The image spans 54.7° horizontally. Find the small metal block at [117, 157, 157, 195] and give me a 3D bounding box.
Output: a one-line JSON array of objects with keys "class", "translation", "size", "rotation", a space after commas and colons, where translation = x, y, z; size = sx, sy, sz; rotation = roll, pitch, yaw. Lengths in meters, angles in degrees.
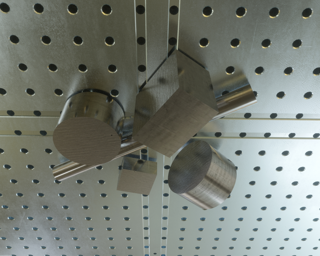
[{"class": "small metal block", "translation": [-0.035, 0.073, 0.469], "size": [0.050, 0.025, 0.050], "rotation": [12, 129, -10]}]

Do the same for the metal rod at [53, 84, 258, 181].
[{"class": "metal rod", "translation": [-0.019, 0.013, 0.418], "size": [0.300, 0.025, 0.025], "rotation": [-22, 127, 18]}]

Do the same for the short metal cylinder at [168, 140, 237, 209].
[{"class": "short metal cylinder", "translation": [0.057, 0.064, 0.426], "size": [0.050, 0.080, 0.080], "rotation": [36, 121, -27]}]

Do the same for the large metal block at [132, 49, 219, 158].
[{"class": "large metal block", "translation": [0.014, -0.028, 0.348], "size": [0.050, 0.080, 0.080], "rotation": [29, 124, -23]}]

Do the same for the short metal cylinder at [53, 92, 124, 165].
[{"class": "short metal cylinder", "translation": [-0.087, 0.001, 0.391], "size": [0.081, 0.050, 0.079], "rotation": [0, 130, 0]}]
